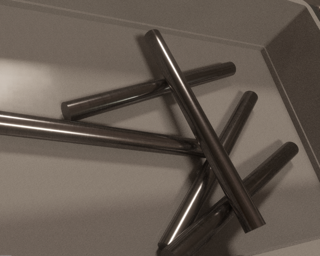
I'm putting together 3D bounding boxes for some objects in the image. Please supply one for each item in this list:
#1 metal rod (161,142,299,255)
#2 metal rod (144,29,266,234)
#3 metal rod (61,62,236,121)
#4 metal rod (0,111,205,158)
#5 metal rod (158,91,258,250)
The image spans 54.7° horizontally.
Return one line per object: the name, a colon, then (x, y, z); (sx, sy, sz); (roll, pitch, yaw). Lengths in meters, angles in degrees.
metal rod: (0.111, 0.081, 0.400); (0.302, 0.025, 0.025); (-25, 76, -42)
metal rod: (0.046, -0.014, 0.398); (0.025, 0.025, 0.299); (-9, 61, -32)
metal rod: (0.006, -0.060, 0.447); (0.302, 0.025, 0.025); (-20, 73, -36)
metal rod: (-0.075, 0.008, 0.360); (0.302, 0.025, 0.025); (9, 58, -24)
metal rod: (0.081, 0.039, 0.427); (0.025, 0.025, 0.301); (40, 51, -2)
